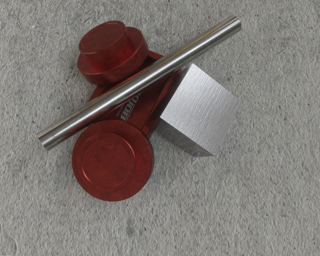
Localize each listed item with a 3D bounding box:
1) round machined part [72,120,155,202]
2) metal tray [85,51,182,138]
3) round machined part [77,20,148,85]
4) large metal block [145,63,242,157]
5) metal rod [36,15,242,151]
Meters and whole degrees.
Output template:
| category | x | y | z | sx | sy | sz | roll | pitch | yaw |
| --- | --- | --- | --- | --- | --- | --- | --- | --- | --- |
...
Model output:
| category | x | y | z | sx | sy | sz | roll | pitch | yaw |
| --- | --- | --- | --- | --- | --- | --- | --- | --- | --- |
| round machined part | -0.058 | 0.039 | 0.367 | 0.099 | 0.042 | 0.097 | 0 | 90 | 7 |
| metal tray | -0.036 | -0.046 | 0.423 | 0.090 | 0.030 | 0.130 | 23 | 71 | 8 |
| round machined part | -0.069 | -0.107 | 0.418 | 0.098 | 0.042 | 0.098 | -13 | 47 | 15 |
| large metal block | 0.042 | -0.019 | 0.388 | 0.080 | 0.050 | 0.080 | 35 | 71 | -14 |
| metal rod | -0.018 | -0.064 | 0.402 | 0.301 | 0.025 | 0.025 | -34 | 74 | -12 |
